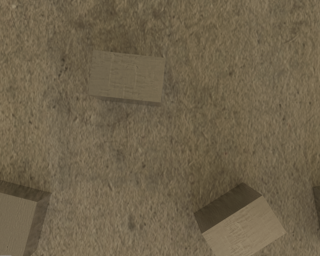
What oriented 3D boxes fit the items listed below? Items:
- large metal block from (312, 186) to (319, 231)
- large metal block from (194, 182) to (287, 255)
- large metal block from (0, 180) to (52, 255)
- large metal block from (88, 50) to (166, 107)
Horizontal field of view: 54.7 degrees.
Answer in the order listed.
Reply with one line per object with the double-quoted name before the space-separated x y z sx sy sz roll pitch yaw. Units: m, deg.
"large metal block" 0.256 0.114 0.401 0.080 0.050 0.080 -10 90 -1
"large metal block" 0.093 0.117 0.384 0.080 0.080 0.050 -32 90 0
"large metal block" -0.196 0.117 0.395 0.080 0.050 0.080 15 90 -1
"large metal block" -0.037 -0.057 0.382 0.081 0.080 0.050 6 90 -1
